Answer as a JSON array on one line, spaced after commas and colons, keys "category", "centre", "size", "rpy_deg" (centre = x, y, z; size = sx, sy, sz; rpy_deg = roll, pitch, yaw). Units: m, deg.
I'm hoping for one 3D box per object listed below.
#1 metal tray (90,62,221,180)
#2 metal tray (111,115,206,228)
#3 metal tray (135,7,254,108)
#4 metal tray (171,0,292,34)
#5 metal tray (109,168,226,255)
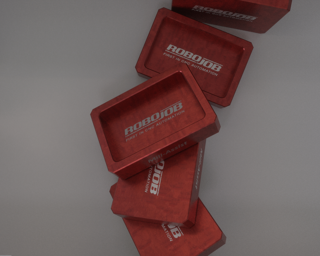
[{"category": "metal tray", "centre": [-0.008, -0.009, 0.361], "size": [0.130, 0.030, 0.090], "rpy_deg": [-27, 60, 5]}, {"category": "metal tray", "centre": [0.002, 0.045, 0.368], "size": [0.090, 0.030, 0.130], "rpy_deg": [2, 64, 21]}, {"category": "metal tray", "centre": [0.044, -0.090, 0.408], "size": [0.131, 0.030, 0.090], "rpy_deg": [22, 90, 0]}, {"category": "metal tray", "centre": [0.081, -0.155, 0.379], "size": [0.131, 0.090, 0.030], "rpy_deg": [11, 90, 0]}, {"category": "metal tray", "centre": [0.005, 0.102, 0.373], "size": [0.090, 0.030, 0.130], "rpy_deg": [-34, 55, -2]}]
